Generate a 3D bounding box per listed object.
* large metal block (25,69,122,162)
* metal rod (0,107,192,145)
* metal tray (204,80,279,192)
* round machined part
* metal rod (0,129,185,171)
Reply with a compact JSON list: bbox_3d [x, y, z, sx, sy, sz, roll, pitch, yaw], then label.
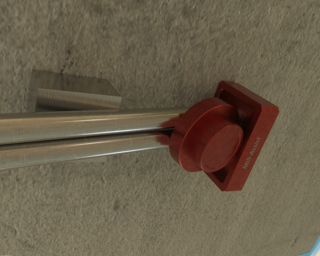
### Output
[{"bbox_3d":[-0.095,-0.011,0.330,0.081,0.050,0.079,3,117,-30],"label":"large metal block"},{"bbox_3d":[-0.024,-0.009,0.333,0.302,0.025,0.025,-5,122,-41],"label":"metal rod"},{"bbox_3d":[0.097,0.011,0.427,0.030,0.090,0.129,4,117,-31],"label":"metal tray"},{"bbox_3d":[0.063,0.015,0.380,0.099,0.042,0.097,-23,133,-27],"label":"round machined part"},{"bbox_3d":[-0.032,0.015,0.343,0.302,0.025,0.025,-5,122,-41],"label":"metal rod"}]
